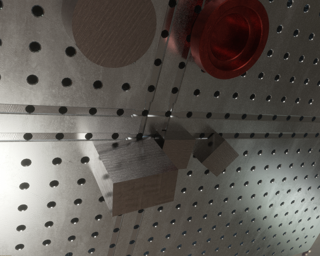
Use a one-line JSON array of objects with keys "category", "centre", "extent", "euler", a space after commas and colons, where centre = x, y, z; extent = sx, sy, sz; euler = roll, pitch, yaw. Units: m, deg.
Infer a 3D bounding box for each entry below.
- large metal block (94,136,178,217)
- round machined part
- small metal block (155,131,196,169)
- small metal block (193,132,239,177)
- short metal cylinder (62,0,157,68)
[{"category": "large metal block", "centre": [-0.034, 0.057, 0.394], "extent": [0.081, 0.080, 0.050], "euler": [-8, 122, -25]}, {"category": "round machined part", "centre": [0.079, -0.112, 0.376], "extent": [0.099, 0.042, 0.097], "euler": [-14, 125, -21]}, {"category": "small metal block", "centre": [0.017, 0.032, 0.442], "extent": [0.050, 0.025, 0.050], "euler": [0, 118, -29]}, {"category": "small metal block", "centre": [0.089, 0.042, 0.488], "extent": [0.050, 0.025, 0.050], "euler": [-45, 130, 3]}, {"category": "short metal cylinder", "centre": [-0.050, -0.105, 0.303], "extent": [0.081, 0.050, 0.079], "euler": [-14, 125, -21]}]
